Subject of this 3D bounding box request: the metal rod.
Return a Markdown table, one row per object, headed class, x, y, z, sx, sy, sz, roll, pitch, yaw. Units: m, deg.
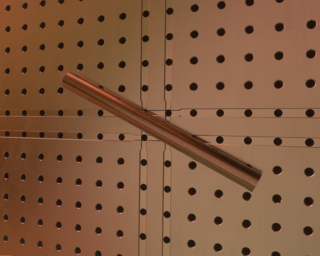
| class | x | y | z | sx | sy | sz | roll | pitch | yaw |
| --- | --- | --- | --- | --- | --- | --- | --- | --- | --- |
| metal rod | -0.010 | -0.003 | 0.415 | 0.301 | 0.025 | 0.025 | 29 | 99 | 17 |
